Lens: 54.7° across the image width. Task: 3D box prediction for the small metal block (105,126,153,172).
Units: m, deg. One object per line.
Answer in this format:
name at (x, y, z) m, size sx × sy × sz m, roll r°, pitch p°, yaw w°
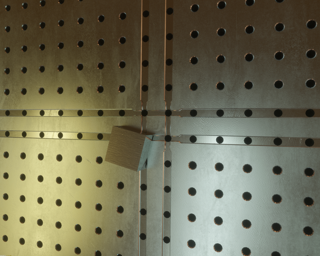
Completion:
small metal block at (-0.043, 0.027, 0.427) m, size 0.050 × 0.025 × 0.050 m, roll 16°, pitch 95°, yaw 19°
